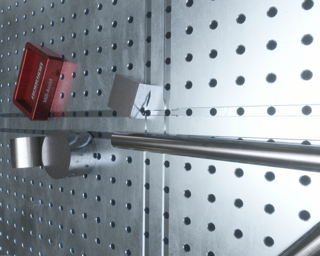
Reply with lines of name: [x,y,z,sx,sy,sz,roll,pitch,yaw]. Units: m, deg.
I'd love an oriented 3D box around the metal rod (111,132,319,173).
metal rod: [0.052,0.024,0.364,0.300,0.025,0.025,3,92,39]

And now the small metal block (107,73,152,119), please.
small metal block: [-0.044,-0.046,0.444,0.050,0.025,0.050,27,107,36]

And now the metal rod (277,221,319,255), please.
metal rod: [0.142,0.112,0.291,0.025,0.025,0.298,50,119,28]

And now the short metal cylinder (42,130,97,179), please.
short metal cylinder: [-0.151,0.042,0.514,0.080,0.050,0.079,0,90,38]

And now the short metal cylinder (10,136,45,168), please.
short metal cylinder: [-0.222,0.043,0.553,0.080,0.081,0.050,-7,85,39]

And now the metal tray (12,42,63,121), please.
metal tray: [-0.239,-0.089,0.599,0.090,0.030,0.129,34,111,34]
